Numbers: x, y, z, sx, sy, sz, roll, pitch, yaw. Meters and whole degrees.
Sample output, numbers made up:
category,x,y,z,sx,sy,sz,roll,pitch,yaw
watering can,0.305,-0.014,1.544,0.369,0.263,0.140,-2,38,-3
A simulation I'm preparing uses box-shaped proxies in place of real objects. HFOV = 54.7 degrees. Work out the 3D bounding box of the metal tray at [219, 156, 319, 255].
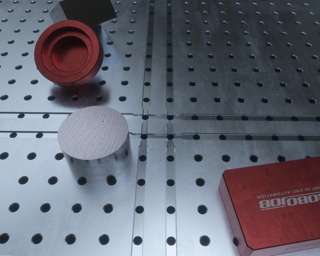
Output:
category,x,y,z,sx,sy,sz,roll,pitch,yaw
metal tray,0.140,0.082,0.336,0.131,0.030,0.090,-7,50,-6

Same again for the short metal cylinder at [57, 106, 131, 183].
category,x,y,z,sx,sy,sz,roll,pitch,yaw
short metal cylinder,-0.077,0.019,0.374,0.081,0.050,0.080,0,50,0

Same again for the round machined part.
category,x,y,z,sx,sy,sz,roll,pitch,yaw
round machined part,-0.133,-0.108,0.468,0.099,0.042,0.097,-1,81,5

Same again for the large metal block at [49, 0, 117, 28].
category,x,y,z,sx,sy,sz,roll,pitch,yaw
large metal block,-0.132,-0.192,0.527,0.081,0.050,0.080,-31,20,-24
